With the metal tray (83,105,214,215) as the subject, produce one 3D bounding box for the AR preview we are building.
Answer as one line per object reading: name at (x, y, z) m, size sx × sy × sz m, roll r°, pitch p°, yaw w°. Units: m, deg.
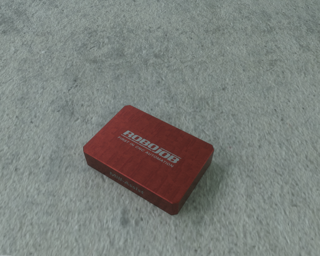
metal tray at (-0.013, 0.033, 0.372) m, size 0.130 × 0.030 × 0.090 m, roll 27°, pitch 55°, yaw 20°
